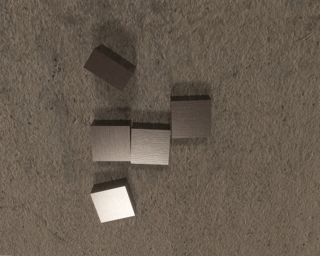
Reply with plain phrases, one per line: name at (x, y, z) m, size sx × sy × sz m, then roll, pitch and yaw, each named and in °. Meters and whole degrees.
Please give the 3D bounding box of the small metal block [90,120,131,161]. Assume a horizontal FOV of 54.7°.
small metal block at (-0.064, 0.016, 0.415) m, size 0.050 × 0.025 × 0.050 m, roll 0°, pitch 110°, yaw -1°

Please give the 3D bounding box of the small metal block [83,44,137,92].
small metal block at (-0.058, -0.073, 0.369) m, size 0.050 × 0.050 × 0.025 m, roll 32°, pitch 107°, yaw -12°

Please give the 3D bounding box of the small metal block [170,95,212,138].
small metal block at (0.040, -0.015, 0.405) m, size 0.050 × 0.025 × 0.050 m, roll -2°, pitch 110°, yaw 0°

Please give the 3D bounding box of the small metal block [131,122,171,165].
small metal block at (-0.013, 0.021, 0.417) m, size 0.050 × 0.025 × 0.050 m, roll 2°, pitch 110°, yaw -2°

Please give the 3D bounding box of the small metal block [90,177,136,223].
small metal block at (-0.066, 0.104, 0.447) m, size 0.050 × 0.025 × 0.050 m, roll -13°, pitch 110°, yaw 4°
